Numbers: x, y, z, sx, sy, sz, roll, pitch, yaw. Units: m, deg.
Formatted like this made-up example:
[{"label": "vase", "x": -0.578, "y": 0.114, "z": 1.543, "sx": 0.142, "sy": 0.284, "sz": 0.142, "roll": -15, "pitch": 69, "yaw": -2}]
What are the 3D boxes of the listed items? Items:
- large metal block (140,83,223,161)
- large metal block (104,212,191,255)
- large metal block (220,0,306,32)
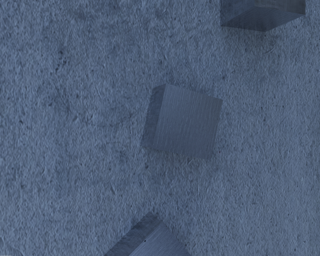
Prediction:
[{"label": "large metal block", "x": 0.027, "y": -0.006, "z": 0.406, "sx": 0.081, "sy": 0.050, "sz": 0.080, "roll": 13, "pitch": 86, "yaw": -20}, {"label": "large metal block", "x": -0.011, "y": 0.169, "z": 0.392, "sx": 0.080, "sy": 0.050, "sz": 0.080, "roll": -42, "pitch": 103, "yaw": -15}, {"label": "large metal block", "x": 0.140, "y": -0.174, "z": 0.431, "sx": 0.081, "sy": 0.080, "sz": 0.050, "roll": 0, "pitch": 90, "yaw": -20}]
